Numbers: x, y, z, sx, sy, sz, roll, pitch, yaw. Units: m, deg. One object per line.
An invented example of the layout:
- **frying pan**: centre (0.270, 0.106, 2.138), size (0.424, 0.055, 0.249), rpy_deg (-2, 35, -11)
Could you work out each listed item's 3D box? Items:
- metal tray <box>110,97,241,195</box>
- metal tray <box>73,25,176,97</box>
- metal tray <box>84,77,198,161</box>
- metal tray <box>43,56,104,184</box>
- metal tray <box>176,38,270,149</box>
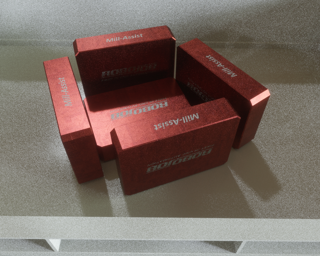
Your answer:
- **metal tray**: centre (0.017, 0.022, 0.342), size (0.131, 0.089, 0.030), rpy_deg (-16, 52, -14)
- **metal tray**: centre (-0.046, -0.088, 0.433), size (0.131, 0.089, 0.030), rpy_deg (-12, 51, -11)
- **metal tray**: centre (-0.027, -0.016, 0.411), size (0.131, 0.030, 0.090), rpy_deg (-15, 52, -13)
- **metal tray**: centre (-0.103, -0.011, 0.368), size (0.030, 0.089, 0.130), rpy_deg (-17, 52, -14)
- **metal tray**: centre (0.072, -0.045, 0.400), size (0.030, 0.089, 0.130), rpy_deg (-30, 56, -22)
